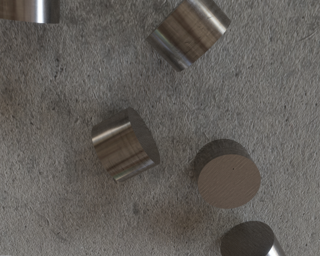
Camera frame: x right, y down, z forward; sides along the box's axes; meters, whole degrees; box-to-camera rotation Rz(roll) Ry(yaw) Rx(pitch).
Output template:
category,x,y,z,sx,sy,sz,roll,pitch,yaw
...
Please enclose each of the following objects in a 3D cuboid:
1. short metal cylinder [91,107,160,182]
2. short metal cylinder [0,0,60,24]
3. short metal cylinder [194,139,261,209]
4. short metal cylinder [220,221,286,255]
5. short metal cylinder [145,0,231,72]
category,x,y,z,sx,sy,sz,roll,pitch,yaw
short metal cylinder,-0.041,0.020,0.387,0.050,0.080,0.080,-28,108,10
short metal cylinder,-0.148,-0.142,0.327,0.081,0.080,0.050,7,110,-3
short metal cylinder,0.089,0.061,0.420,0.081,0.050,0.079,0,110,0
short metal cylinder,0.135,0.183,0.449,0.080,0.080,0.050,-28,108,10
short metal cylinder,0.030,-0.108,0.341,0.080,0.080,0.050,-43,105,14
